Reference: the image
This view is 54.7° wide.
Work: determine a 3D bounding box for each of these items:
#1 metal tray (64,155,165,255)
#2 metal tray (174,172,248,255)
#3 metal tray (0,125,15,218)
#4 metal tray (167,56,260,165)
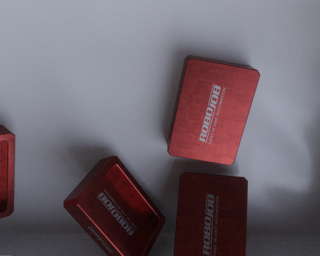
[{"bbox_3d":[-0.055,0.114,0.416,0.030,0.090,0.130,-21,112,39],"label":"metal tray"},{"bbox_3d":[0.068,0.129,0.415,0.090,0.030,0.129,4,76,6],"label":"metal tray"},{"bbox_3d":[-0.240,0.066,0.399,0.030,0.091,0.129,26,115,36],"label":"metal tray"},{"bbox_3d":[0.065,-0.021,0.402,0.091,0.030,0.129,10,110,-4],"label":"metal tray"}]
